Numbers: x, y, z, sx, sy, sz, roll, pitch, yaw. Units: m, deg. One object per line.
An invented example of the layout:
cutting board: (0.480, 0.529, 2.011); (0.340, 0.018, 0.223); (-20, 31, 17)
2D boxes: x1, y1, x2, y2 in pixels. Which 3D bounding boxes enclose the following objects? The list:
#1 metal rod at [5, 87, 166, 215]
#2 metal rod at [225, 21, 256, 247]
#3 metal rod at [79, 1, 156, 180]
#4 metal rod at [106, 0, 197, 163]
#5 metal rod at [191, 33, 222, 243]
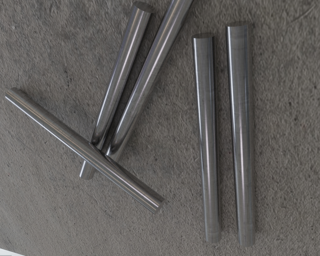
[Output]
metal rod: (-0.119, 0.025, 0.454); (0.300, 0.025, 0.025); (34, 129, 18)
metal rod: (0.100, 0.028, 0.371); (0.025, 0.025, 0.298); (4, 121, 26)
metal rod: (-0.070, -0.027, 0.426); (0.025, 0.025, 0.298); (33, 129, 7)
metal rod: (-0.021, -0.048, 0.388); (0.025, 0.025, 0.298); (34, 129, 6)
metal rod: (0.063, 0.033, 0.394); (0.025, 0.025, 0.298); (7, 122, 25)
